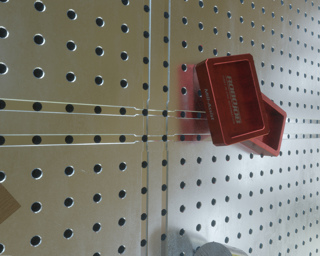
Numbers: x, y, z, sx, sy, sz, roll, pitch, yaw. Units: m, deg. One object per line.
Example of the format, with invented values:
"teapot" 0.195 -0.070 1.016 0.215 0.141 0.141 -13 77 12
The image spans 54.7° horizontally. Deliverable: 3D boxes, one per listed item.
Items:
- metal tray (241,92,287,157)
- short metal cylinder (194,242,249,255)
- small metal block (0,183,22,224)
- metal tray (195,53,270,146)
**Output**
"metal tray" 0.177 -0.010 0.557 0.131 0.030 0.090 27 73 -37
"short metal cylinder" 0.091 0.213 0.453 0.050 0.080 0.080 30 72 -37
"small metal block" -0.163 0.067 0.273 0.050 0.025 0.050 -44 117 -31
"metal tray" 0.113 -0.044 0.477 0.091 0.030 0.129 -13 90 -26
